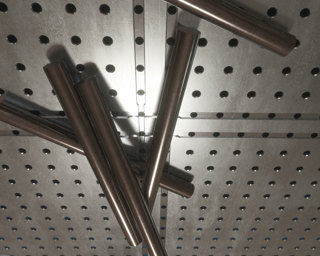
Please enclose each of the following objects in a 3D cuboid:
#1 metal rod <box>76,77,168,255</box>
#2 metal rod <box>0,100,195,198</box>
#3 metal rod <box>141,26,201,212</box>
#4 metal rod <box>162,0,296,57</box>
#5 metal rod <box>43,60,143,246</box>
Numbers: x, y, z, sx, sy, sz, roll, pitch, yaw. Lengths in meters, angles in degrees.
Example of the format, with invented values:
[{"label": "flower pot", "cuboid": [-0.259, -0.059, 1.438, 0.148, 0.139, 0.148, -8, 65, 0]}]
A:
[{"label": "metal rod", "cuboid": [-0.043, 0.075, 0.422, 0.025, 0.025, 0.298, -14, 113, 11]}, {"label": "metal rod", "cuboid": [-0.077, 0.039, 0.443, 0.301, 0.025, 0.025, 27, 125, -22]}, {"label": "metal rod", "cuboid": [0.002, 0.019, 0.406, 0.025, 0.025, 0.298, 9, 123, -8]}, {"label": "metal rod", "cuboid": [0.002, -0.136, 0.295, 0.302, 0.025, 0.025, 19, 127, -16]}, {"label": "metal rod", "cuboid": [-0.079, 0.053, 0.420, 0.025, 0.025, 0.298, -13, 119, 10]}]
